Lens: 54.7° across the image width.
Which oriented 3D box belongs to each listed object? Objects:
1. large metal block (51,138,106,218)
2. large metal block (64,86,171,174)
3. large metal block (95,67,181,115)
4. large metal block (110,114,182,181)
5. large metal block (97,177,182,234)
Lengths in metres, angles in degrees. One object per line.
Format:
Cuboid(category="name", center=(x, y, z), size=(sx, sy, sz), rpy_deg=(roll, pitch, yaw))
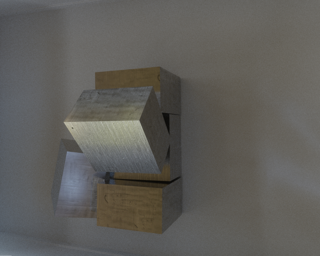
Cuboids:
Cuboid(category="large metal block", center=(-0.108, 0.063, 0.408), size=(0.050, 0.080, 0.079), rpy_deg=(10, 95, -24))
Cuboid(category="large metal block", center=(-0.041, 0.004, 0.333), size=(0.080, 0.080, 0.050), rpy_deg=(-1, 45, 19))
Cuboid(category="large metal block", center=(-0.024, -0.041, 0.386), size=(0.080, 0.080, 0.050), rpy_deg=(-1, 90, 19))
Cuboid(category="large metal block", center=(-0.018, 0.023, 0.403), size=(0.080, 0.050, 0.079), rpy_deg=(-1, 90, 19))
Cuboid(category="large metal block", center=(-0.022, 0.090, 0.386), size=(0.080, 0.080, 0.050), rpy_deg=(1, 90, 19))
